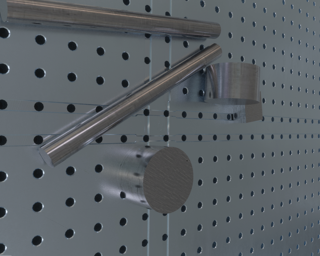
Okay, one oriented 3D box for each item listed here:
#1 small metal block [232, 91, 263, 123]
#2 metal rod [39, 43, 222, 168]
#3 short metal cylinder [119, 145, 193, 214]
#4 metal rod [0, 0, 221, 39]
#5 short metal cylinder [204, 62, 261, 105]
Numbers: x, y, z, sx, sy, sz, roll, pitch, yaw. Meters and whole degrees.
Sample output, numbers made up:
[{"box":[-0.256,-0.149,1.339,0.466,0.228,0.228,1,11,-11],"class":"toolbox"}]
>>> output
[{"box":[0.152,-0.036,0.537,0.050,0.025,0.050,-10,97,-40],"class":"small metal block"},{"box":[-0.014,-0.045,0.397,0.302,0.025,0.025,-37,113,-34],"class":"metal rod"},{"box":[-0.004,0.062,0.390,0.081,0.050,0.079,0,90,-40],"class":"short metal cylinder"},{"box":[-0.030,-0.131,0.383,0.302,0.025,0.025,-10,97,-40],"class":"metal rod"},{"box":[0.108,-0.064,0.464,0.081,0.080,0.050,5,87,-40],"class":"short metal cylinder"}]
